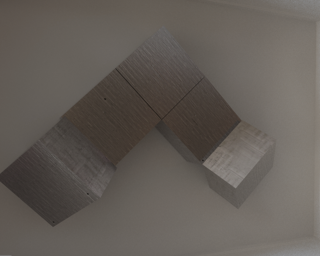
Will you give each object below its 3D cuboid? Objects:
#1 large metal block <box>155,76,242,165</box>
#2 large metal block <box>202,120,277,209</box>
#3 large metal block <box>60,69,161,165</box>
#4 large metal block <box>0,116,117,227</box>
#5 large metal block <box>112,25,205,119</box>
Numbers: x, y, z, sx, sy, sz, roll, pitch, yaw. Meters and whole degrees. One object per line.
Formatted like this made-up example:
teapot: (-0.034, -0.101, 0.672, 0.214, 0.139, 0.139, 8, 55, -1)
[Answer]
large metal block: (0.047, -0.009, 0.413, 0.080, 0.050, 0.080, -46, 104, -14)
large metal block: (0.107, 0.050, 0.412, 0.080, 0.050, 0.080, -46, 148, -14)
large metal block: (-0.060, -0.011, 0.373, 0.080, 0.050, 0.080, -46, 104, -14)
large metal block: (-0.109, 0.048, 0.332, 0.080, 0.050, 0.080, -35, 106, 27)
large metal block: (-0.005, -0.067, 0.393, 0.080, 0.050, 0.080, -46, 104, -14)
